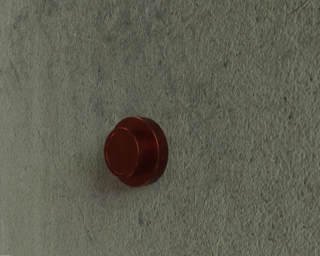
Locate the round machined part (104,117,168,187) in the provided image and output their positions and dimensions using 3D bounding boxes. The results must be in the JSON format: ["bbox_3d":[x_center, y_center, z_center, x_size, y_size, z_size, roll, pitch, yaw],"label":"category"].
[{"bbox_3d":[-0.039,0.033,0.428,0.098,0.042,0.097,0,90,40],"label":"round machined part"}]
